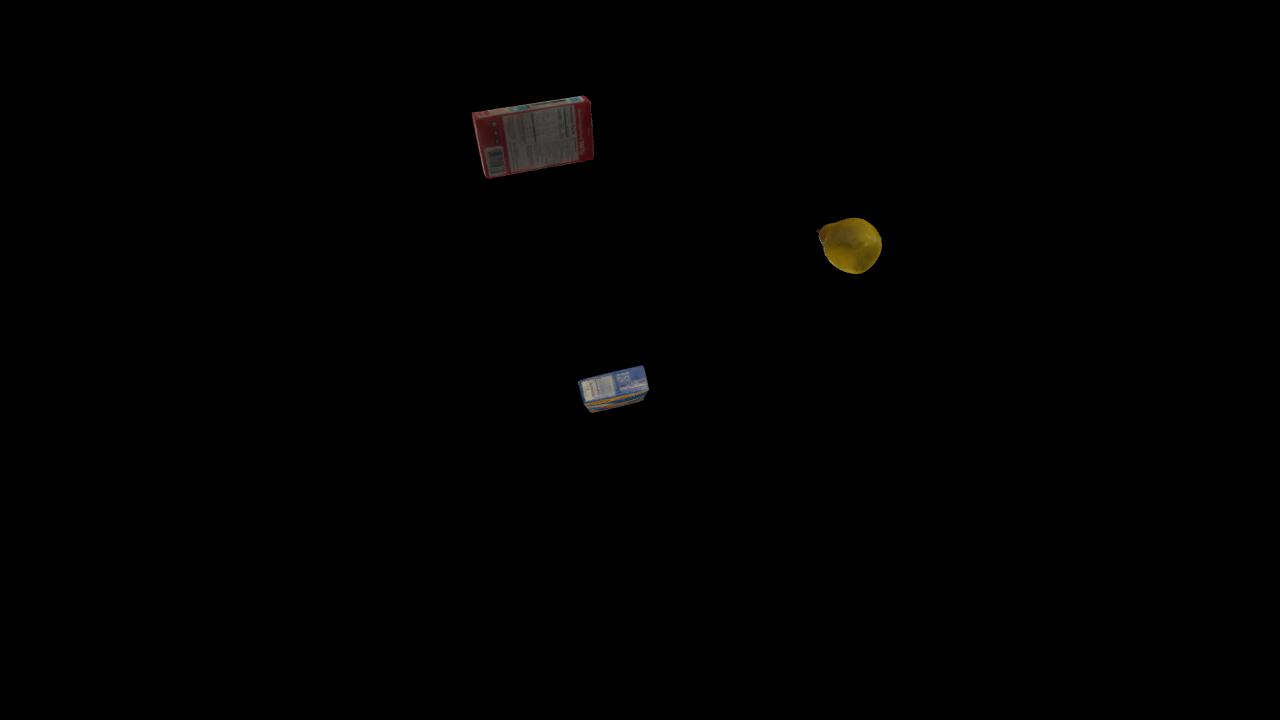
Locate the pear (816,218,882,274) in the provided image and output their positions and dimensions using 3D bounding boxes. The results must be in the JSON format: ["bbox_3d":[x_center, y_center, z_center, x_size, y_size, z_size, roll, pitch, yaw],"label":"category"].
[{"bbox_3d":[0.285,-0.172,0.869,0.080,0.080,0.111,0,35,-38],"label":"pear"}]

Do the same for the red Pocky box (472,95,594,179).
[{"bbox_3d":[-0.140,-0.298,0.823,0.155,0.083,0.028,-16,43,-16],"label":"red Pocky box"}]

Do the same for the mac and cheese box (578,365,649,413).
[{"bbox_3d":[-0.038,0.046,0.909,0.093,0.041,0.184,-15,-7,-3],"label":"mac and cheese box"}]
